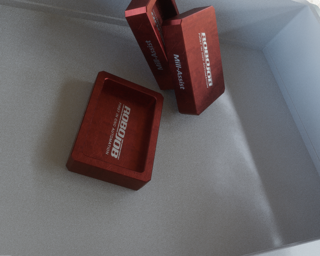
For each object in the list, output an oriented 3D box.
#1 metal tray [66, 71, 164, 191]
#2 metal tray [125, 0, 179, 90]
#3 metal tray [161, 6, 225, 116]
[{"bbox_3d":[-0.049,0.000,0.375,0.091,0.030,0.130,20,54,-16],"label":"metal tray"},{"bbox_3d":[0.005,-0.128,0.430,0.130,0.030,0.090,61,37,-42],"label":"metal tray"},{"bbox_3d":[0.051,-0.094,0.433,0.091,0.030,0.129,-40,126,-42],"label":"metal tray"}]
